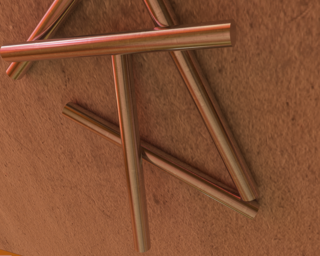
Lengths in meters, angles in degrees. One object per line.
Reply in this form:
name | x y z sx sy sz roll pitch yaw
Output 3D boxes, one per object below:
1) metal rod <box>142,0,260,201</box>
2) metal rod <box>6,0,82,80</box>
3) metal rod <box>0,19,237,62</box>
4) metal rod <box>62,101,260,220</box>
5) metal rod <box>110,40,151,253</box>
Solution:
metal rod | 0.047 -0.040 0.356 0.025 0.025 0.299 -17 110 34
metal rod | -0.119 -0.147 0.376 0.299 0.025 0.025 -32 101 38
metal rod | -0.068 -0.094 0.349 0.301 0.025 0.025 3 120 26
metal rod | -0.006 0.041 0.433 0.301 0.025 0.025 28 128 10
metal rod | -0.037 0.036 0.414 0.025 0.025 0.298 5 111 25
